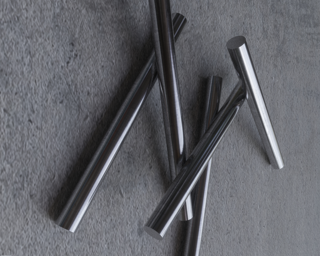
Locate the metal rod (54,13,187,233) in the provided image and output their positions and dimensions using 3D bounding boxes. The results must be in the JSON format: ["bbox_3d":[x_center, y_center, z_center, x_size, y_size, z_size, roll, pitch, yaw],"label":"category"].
[{"bbox_3d":[-0.037,-0.022,0.373,0.025,0.025,0.300,40,66,-33],"label":"metal rod"}]

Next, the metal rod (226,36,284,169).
[{"bbox_3d":[0.161,-0.020,0.493,0.025,0.025,0.300,-59,138,-23],"label":"metal rod"}]

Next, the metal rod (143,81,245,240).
[{"bbox_3d":[0.069,0.017,0.423,0.301,0.025,0.025,-52,121,-34],"label":"metal rod"}]

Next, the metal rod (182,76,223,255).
[{"bbox_3d":[0.061,0.070,0.455,0.025,0.025,0.299,15,81,-39],"label":"metal rod"}]

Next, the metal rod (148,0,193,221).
[{"bbox_3d":[0.016,-0.019,0.393,0.025,0.025,0.298,-20,110,-38],"label":"metal rod"}]
